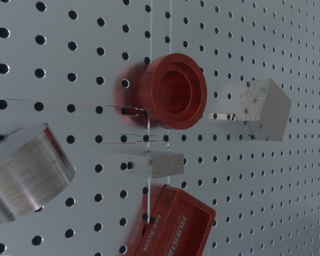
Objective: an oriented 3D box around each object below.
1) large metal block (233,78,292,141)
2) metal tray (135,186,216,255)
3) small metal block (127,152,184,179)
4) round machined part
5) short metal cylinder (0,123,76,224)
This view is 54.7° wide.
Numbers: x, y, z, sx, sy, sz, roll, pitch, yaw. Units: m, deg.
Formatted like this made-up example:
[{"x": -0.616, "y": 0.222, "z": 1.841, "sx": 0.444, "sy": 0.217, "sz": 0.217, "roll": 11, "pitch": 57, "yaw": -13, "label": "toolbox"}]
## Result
[{"x": 0.183, "y": -0.030, "z": 0.547, "sx": 0.080, "sy": 0.050, "sz": 0.080, "roll": 33, "pitch": 70, "yaw": -35, "label": "large metal block"}, {"x": 0.020, "y": 0.157, "z": 0.423, "sx": 0.090, "sy": 0.030, "sz": 0.130, "roll": 38, "pitch": 67, "yaw": -34, "label": "metal tray"}, {"x": -0.006, "y": 0.045, "z": 0.389, "sx": 0.050, "sy": 0.050, "sz": 0.025, "roll": -2, "pitch": 91, "yaw": -40, "label": "small metal block"}, {"x": 0.014, "y": -0.046, "z": 0.410, "sx": 0.099, "sy": 0.042, "sz": 0.097, "roll": 0, "pitch": 90, "yaw": -40, "label": "round machined part"}, {"x": -0.123, "y": 0.037, "z": 0.271, "sx": 0.080, "sy": 0.080, "sz": 0.050, "roll": -37, "pitch": 113, "yaw": -34, "label": "short metal cylinder"}]
